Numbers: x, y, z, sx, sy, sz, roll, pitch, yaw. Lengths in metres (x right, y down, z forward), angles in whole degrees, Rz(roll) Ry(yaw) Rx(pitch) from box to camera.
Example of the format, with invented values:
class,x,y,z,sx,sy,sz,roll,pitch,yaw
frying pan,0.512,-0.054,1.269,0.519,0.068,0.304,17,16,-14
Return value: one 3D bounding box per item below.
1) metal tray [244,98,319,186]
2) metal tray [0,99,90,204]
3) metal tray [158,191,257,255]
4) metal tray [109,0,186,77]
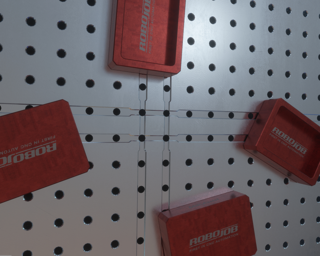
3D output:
class,x,y,z,sx,sy,sz,roll,pitch,yaw
metal tray,0.205,0.023,0.487,0.131,0.030,0.090,31,80,-18
metal tray,-0.157,0.028,0.352,0.131,0.030,0.089,-19,97,-19
metal tray,0.069,0.150,0.437,0.131,0.030,0.089,-11,94,-20
metal tray,-0.016,-0.138,0.404,0.091,0.030,0.129,5,88,-20
